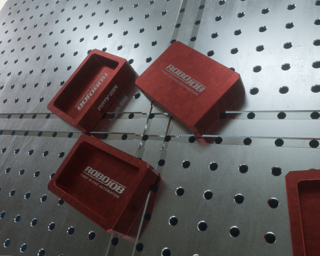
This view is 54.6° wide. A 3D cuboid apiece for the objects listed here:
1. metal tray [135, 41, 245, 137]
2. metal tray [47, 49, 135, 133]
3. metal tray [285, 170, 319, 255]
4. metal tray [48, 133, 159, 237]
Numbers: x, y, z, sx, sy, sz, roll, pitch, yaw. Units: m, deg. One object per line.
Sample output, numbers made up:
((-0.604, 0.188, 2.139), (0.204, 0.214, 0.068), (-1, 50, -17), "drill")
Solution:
((0.036, -0.058, 0.422), (0.090, 0.030, 0.130), (-46, 51, -4), "metal tray")
((-0.112, -0.063, 0.503), (0.090, 0.030, 0.130), (26, 76, 37), "metal tray")
((0.160, 0.099, 0.260), (0.090, 0.030, 0.130), (-8, 58, 24), "metal tray")
((-0.077, 0.069, 0.404), (0.130, 0.030, 0.090), (20, 72, 35), "metal tray")
